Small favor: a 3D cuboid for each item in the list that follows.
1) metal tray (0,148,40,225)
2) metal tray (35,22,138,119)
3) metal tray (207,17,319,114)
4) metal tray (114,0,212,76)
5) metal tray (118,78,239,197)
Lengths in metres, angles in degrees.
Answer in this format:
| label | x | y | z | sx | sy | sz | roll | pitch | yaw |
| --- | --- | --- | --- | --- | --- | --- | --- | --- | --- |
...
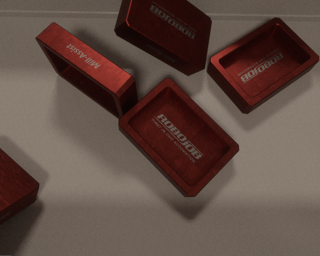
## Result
| label | x | y | z | sx | sy | sz | roll | pitch | yaw |
| --- | --- | --- | --- | --- | --- | --- | --- | --- | --- |
| metal tray | -0.214 | 0.076 | 0.337 | 0.090 | 0.030 | 0.131 | 38 | 35 | 12 |
| metal tray | -0.089 | -0.068 | 0.398 | 0.130 | 0.090 | 0.030 | 36 | 74 | 12 |
| metal tray | 0.145 | -0.091 | 0.441 | 0.131 | 0.030 | 0.090 | -33 | 74 | -12 |
| metal tray | 0.010 | -0.138 | 0.419 | 0.131 | 0.030 | 0.090 | 23 | 67 | -32 |
| metal tray | 0.023 | 0.012 | 0.393 | 0.090 | 0.030 | 0.130 | -43 | 84 | -14 |
